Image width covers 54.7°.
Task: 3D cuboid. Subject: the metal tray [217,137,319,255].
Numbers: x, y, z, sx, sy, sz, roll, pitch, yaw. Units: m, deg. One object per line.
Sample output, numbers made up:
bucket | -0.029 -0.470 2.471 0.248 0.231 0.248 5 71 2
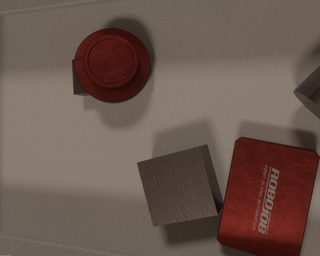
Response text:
metal tray | 0.125 0.081 0.364 0.090 0.030 0.129 11 94 19

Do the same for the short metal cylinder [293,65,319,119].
short metal cylinder | 0.186 -0.029 0.316 0.080 0.080 0.050 46 104 14

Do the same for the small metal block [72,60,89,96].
small metal block | -0.096 -0.074 0.443 0.050 0.025 0.050 -4 89 19

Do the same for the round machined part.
round machined part | -0.062 -0.082 0.403 0.099 0.042 0.097 0 89 -5

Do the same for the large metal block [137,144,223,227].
large metal block | 0.027 0.070 0.387 0.080 0.050 0.080 -17 85 19
